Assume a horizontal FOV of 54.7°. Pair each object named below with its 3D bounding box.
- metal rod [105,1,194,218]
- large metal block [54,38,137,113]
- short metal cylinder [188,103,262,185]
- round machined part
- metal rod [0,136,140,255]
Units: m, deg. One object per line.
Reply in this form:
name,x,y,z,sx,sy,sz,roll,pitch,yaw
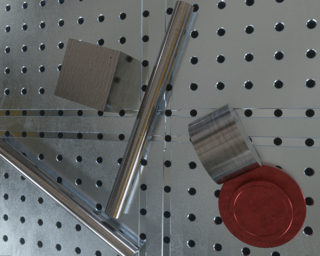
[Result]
metal rod,-0.017,-0.019,0.417,0.025,0.025,0.298,21,97,18
large metal block,-0.088,-0.071,0.429,0.080,0.050,0.080,19,96,18
short metal cylinder,0.075,0.018,0.357,0.050,0.080,0.080,-29,81,17
round machined part,0.117,0.092,0.362,0.098,0.042,0.097,0,90,19
metal rod,-0.156,0.096,0.465,0.300,0.025,0.025,33,101,16
